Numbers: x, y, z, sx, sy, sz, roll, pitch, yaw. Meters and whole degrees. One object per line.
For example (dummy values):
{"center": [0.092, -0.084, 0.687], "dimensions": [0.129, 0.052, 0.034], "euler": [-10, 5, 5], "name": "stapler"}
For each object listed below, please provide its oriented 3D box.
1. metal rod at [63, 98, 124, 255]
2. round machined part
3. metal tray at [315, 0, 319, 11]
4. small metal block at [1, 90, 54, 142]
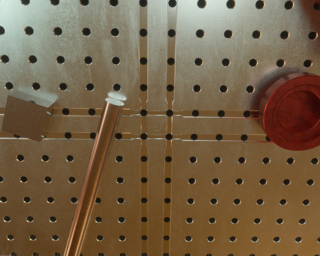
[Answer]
{"center": [-0.104, 0.099, 0.448], "dimensions": [0.025, 0.025, 0.298], "euler": [17, 109, -6], "name": "metal rod"}
{"center": [0.175, -0.023, 0.397], "dimensions": [0.099, 0.042, 0.097], "euler": [0, 110, 0], "name": "round machined part"}
{"center": [0.212, -0.125, 0.334], "dimensions": [0.030, 0.090, 0.130], "euler": [-33, 107, 11], "name": "metal tray"}
{"center": [-0.173, -0.016, 0.406], "dimensions": [0.050, 0.025, 0.050], "euler": [18, 109, -7], "name": "small metal block"}
